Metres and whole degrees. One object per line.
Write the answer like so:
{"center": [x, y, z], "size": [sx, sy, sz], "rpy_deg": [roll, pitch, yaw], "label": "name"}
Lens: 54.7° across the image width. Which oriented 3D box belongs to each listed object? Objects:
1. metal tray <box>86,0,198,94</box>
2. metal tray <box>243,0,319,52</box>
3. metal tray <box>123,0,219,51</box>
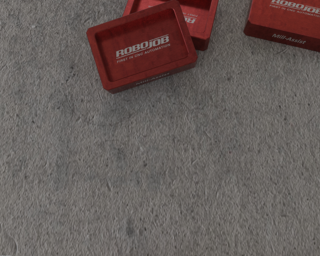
{"center": [-0.024, -0.109, 0.423], "size": [0.131, 0.030, 0.090], "rpy_deg": [-18, 85, 2], "label": "metal tray"}
{"center": [0.202, -0.172, 0.469], "size": [0.131, 0.030, 0.090], "rpy_deg": [15, 71, 5], "label": "metal tray"}
{"center": [0.017, -0.174, 0.468], "size": [0.131, 0.030, 0.090], "rpy_deg": [13, 70, 4], "label": "metal tray"}
